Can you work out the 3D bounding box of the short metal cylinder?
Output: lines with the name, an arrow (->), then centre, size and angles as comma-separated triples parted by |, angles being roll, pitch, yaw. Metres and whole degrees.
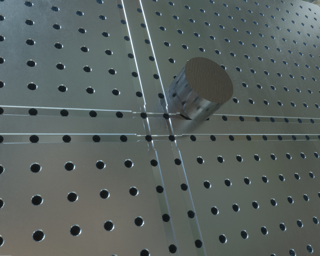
short metal cylinder -> 0.060, -0.057, 0.459 | 0.081, 0.050, 0.080 | 13, 56, -21
